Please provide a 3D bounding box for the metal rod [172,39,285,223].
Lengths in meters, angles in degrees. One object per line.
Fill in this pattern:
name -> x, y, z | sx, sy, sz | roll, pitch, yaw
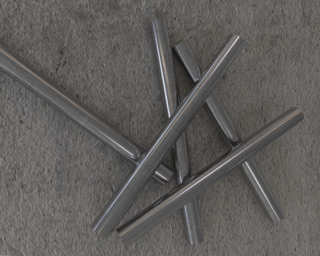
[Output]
metal rod -> 0.102, 0.012, 0.446 | 0.025, 0.025, 0.299 | -35, 102, -17

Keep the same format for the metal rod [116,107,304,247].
metal rod -> 0.078, 0.055, 0.409 | 0.302, 0.025, 0.025 | -31, 101, -17

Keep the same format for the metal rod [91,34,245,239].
metal rod -> 0.017, 0.001, 0.387 | 0.025, 0.025, 0.300 | 40, 77, -16

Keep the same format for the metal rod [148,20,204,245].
metal rod -> 0.023, 0.008, 0.417 | 0.025, 0.025, 0.298 | -11, 94, -20

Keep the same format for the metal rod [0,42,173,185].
metal rod -> -0.105, -0.023, 0.370 | 0.301, 0.025, 0.025 | 38, 78, -16
